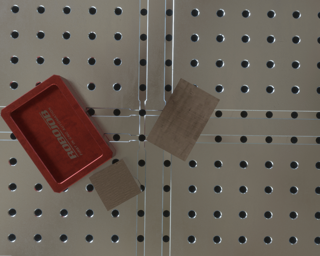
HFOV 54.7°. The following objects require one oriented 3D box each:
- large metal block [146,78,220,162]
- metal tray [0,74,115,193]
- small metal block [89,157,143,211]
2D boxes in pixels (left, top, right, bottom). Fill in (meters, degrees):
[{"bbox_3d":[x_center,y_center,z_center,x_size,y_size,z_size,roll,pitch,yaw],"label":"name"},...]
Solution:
[{"bbox_3d":[0.026,-0.009,0.386,0.050,0.080,0.080,29,90,-1],"label":"large metal block"},{"bbox_3d":[-0.132,0.007,0.409,0.090,0.030,0.130,-34,90,-1],"label":"metal tray"},{"bbox_3d":[-0.058,0.074,0.413,0.050,0.025,0.050,-29,90,-1],"label":"small metal block"}]
